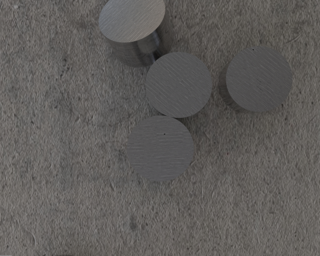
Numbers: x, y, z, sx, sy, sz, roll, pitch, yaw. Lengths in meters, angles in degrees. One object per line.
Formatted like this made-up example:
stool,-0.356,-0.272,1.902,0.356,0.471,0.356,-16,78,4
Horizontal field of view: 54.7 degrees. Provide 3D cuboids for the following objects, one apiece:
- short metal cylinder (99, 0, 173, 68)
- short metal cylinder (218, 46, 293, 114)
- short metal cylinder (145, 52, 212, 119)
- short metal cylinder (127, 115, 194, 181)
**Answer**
short metal cylinder,-0.028,-0.122,0.382,0.080,0.050,0.080,-5,66,11
short metal cylinder,0.120,-0.059,0.398,0.081,0.050,0.080,0,90,0
short metal cylinder,0.023,-0.052,0.397,0.081,0.050,0.080,0,90,0
short metal cylinder,0.001,0.024,0.397,0.081,0.050,0.080,0,90,0
